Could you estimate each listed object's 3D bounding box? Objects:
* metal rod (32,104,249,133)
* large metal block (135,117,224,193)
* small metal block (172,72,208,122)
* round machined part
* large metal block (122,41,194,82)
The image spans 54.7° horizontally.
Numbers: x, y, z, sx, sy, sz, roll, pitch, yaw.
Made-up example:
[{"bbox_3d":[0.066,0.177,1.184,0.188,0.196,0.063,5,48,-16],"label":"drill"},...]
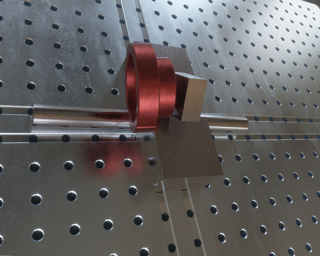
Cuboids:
[{"bbox_3d":[-0.006,-0.009,0.410,0.303,0.025,0.025,2,61,-27],"label":"metal rod"},{"bbox_3d":[0.022,0.031,0.385,0.081,0.050,0.080,1,61,-28],"label":"large metal block"},{"bbox_3d":[0.028,-0.039,0.375,0.025,0.050,0.050,1,18,-28],"label":"small metal block"},{"bbox_3d":[-0.011,-0.044,0.345,0.042,0.098,0.098,-3,63,-14],"label":"round machined part"},{"bbox_3d":[0.000,-0.069,0.434,0.081,0.050,0.080,1,62,-28],"label":"large metal block"}]
